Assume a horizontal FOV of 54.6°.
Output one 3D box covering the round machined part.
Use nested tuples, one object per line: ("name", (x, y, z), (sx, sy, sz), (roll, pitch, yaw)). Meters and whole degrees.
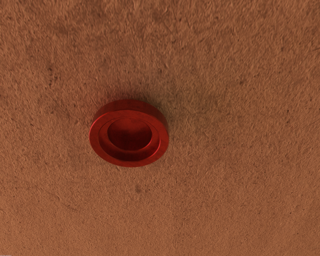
("round machined part", (-0.038, 0.002, 0.398), (0.099, 0.042, 0.097), (0, 130, 0))
